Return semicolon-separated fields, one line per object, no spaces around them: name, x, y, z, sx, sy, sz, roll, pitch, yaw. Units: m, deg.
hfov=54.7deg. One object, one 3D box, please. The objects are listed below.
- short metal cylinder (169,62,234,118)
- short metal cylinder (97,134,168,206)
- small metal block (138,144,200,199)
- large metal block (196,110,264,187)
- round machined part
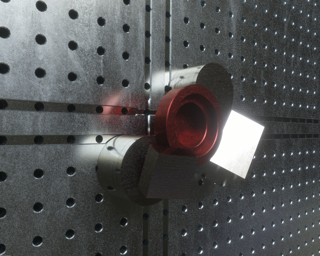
short metal cylinder;0.060;-0.050;0.443;0.081;0.050;0.079;0;90;-40
short metal cylinder;-0.027;0.048;0.370;0.081;0.050;0.079;0;90;-40
small metal block;0.009;0.048;0.335;0.050;0.025;0.050;9;104;-28
large metal block;0.096;0.032;0.445;0.050;0.080;0.080;28;69;-1
round machined part;0.031;-0.003;0.386;0.099;0.042;0.097;0;90;-40
